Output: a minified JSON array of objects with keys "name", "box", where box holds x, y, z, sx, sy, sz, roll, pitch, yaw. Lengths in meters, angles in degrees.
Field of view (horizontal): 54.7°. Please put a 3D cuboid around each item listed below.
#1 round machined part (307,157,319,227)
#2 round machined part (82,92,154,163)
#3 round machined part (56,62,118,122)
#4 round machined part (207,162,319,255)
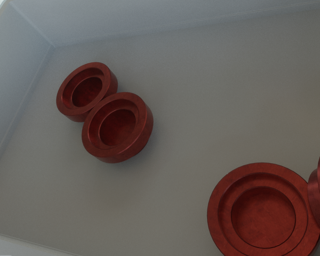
[{"name":"round machined part","box":[0.161,0.059,0.251,0.042,0.099,0.098,-39,39,51]},{"name":"round machined part","box":[-0.053,0.003,0.419,0.098,0.042,0.098,-13,56,20]},{"name":"round machined part","box":[-0.107,-0.051,0.480,0.098,0.042,0.098,-13,56,20]},{"name":"round machined part","box":[0.098,0.085,0.291,0.098,0.042,0.098,-13,56,20]}]
